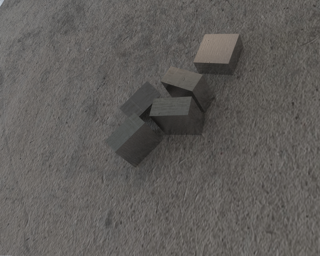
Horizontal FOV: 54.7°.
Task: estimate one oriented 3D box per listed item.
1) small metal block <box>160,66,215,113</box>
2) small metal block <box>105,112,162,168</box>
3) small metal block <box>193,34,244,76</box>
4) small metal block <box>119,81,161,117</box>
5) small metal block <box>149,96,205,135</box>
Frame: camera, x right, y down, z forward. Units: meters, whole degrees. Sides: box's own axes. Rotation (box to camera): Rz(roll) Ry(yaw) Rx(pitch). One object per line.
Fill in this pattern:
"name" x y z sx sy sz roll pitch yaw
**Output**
"small metal block" 0.036 -0.050 0.399 0.050 0.050 0.025 23 75 36
"small metal block" -0.032 0.016 0.395 0.050 0.050 0.025 -45 51 -3
"small metal block" 0.080 -0.101 0.424 0.050 0.025 0.050 10 67 32
"small metal block" -0.026 -0.034 0.420 0.025 0.050 0.050 45 87 -2
"small metal block" 0.022 -0.014 0.384 0.050 0.050 0.025 -1 62 28
